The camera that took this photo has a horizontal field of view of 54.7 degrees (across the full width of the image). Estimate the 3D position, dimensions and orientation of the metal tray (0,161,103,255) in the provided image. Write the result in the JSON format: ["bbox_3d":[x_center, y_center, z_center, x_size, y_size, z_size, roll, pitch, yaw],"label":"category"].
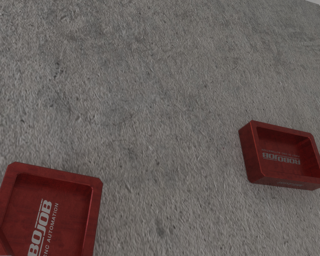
[{"bbox_3d":[-0.107,0.102,0.279,0.091,0.030,0.130,16,55,-20],"label":"metal tray"}]

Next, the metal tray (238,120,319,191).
[{"bbox_3d":[0.188,0.043,0.474,0.131,0.030,0.090,11,57,-23],"label":"metal tray"}]

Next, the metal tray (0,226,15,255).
[{"bbox_3d":[-0.172,0.113,0.210,0.131,0.030,0.090,-30,68,-25],"label":"metal tray"}]
